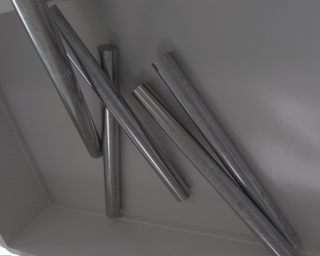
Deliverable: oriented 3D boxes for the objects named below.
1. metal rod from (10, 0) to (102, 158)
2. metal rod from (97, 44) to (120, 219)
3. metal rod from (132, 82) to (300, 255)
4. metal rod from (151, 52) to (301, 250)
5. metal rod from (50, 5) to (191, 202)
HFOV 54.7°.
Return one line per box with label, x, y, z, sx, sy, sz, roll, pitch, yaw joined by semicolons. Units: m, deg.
metal rod;-0.101;-0.037;0.356;0.025;0.025;0.299;24;154;13
metal rod;-0.074;0.025;0.463;0.025;0.025;0.298;17;125;19
metal rod;0.072;0.062;0.385;0.300;0.025;0.025;49;129;3
metal rod;0.088;0.037;0.385;0.025;0.025;0.299;-28;103;37
metal rod;-0.046;-0.016;0.398;0.025;0.025;0.299;-19;116;35
